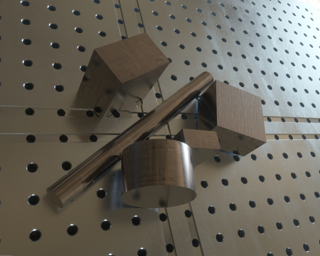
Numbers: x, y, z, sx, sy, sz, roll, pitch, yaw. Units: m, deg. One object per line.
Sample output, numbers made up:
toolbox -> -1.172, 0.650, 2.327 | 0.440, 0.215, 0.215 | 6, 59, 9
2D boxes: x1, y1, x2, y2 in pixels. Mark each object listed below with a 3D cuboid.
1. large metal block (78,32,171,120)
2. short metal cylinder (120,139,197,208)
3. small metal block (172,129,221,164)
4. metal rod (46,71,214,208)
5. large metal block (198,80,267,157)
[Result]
large metal block -> -0.046, -0.065, 0.390 | 0.081, 0.080, 0.050 | -32, 80, -38
short metal cylinder -> -0.002, 0.052, 0.340 | 0.081, 0.080, 0.050 | 11, 57, -23
small metal block -> 0.041, 0.025, 0.401 | 0.050, 0.050, 0.025 | 5, 60, -26
metal rod -> -0.015, -0.005, 0.404 | 0.025, 0.025, 0.302 | 47, 51, 4
large metal block -> 0.103, -0.013, 0.455 | 0.081, 0.050, 0.080 | 18, 55, -18
